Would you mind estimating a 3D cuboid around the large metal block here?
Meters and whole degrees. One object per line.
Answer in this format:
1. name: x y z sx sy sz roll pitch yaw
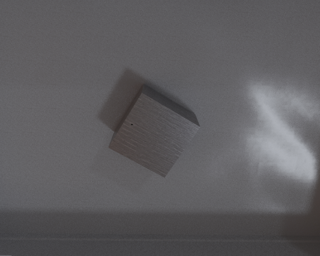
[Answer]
1. large metal block: -0.008 0.003 0.395 0.080 0.050 0.080 30 107 -11
